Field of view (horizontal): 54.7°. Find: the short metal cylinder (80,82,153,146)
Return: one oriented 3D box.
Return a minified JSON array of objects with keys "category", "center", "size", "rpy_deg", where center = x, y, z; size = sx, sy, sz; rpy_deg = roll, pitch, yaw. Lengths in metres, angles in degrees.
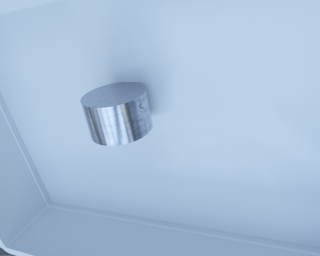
[{"category":"short metal cylinder","center":[-0.053,-0.020,0.387],"size":[0.080,0.080,0.050],"rpy_deg":[5,121,25]}]
